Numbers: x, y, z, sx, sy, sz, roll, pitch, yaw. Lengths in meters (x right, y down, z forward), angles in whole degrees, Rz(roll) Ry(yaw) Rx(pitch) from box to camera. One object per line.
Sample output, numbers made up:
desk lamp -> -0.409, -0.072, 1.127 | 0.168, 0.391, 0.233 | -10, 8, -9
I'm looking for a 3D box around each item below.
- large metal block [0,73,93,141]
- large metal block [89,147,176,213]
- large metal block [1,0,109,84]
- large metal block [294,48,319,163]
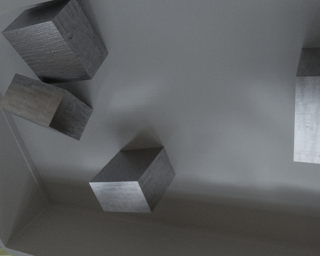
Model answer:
large metal block -> -0.153, -0.027, 0.428 | 0.080, 0.050, 0.080 | 19, 170, 17
large metal block -> -0.036, 0.071, 0.435 | 0.080, 0.080, 0.050 | -7, 115, 31
large metal block -> -0.124, -0.102, 0.377 | 0.080, 0.050, 0.080 | -1, 139, 28
large metal block -> 0.152, -0.023, 0.279 | 0.050, 0.080, 0.079 | 3, 120, 26
